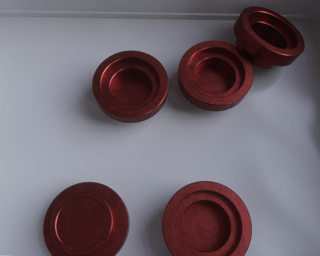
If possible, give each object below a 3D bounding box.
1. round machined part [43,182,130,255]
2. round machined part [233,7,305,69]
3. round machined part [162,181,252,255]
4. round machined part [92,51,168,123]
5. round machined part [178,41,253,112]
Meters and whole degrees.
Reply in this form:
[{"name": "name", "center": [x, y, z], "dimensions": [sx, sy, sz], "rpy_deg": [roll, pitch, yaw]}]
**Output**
[{"name": "round machined part", "center": [-0.086, 0.111, 0.359], "dimensions": [0.099, 0.042, 0.098], "rpy_deg": [0, 70, -1]}, {"name": "round machined part", "center": [0.147, -0.122, 0.435], "dimensions": [0.099, 0.042, 0.098], "rpy_deg": [11, 53, -15]}, {"name": "round machined part", "center": [0.052, 0.114, 0.360], "dimensions": [0.099, 0.042, 0.098], "rpy_deg": [0, 70, -1]}, {"name": "round machined part", "center": [-0.038, -0.052, 0.419], "dimensions": [0.099, 0.042, 0.098], "rpy_deg": [0, 70, -1]}, {"name": "round machined part", "center": [0.074, -0.067, 0.426], "dimensions": [0.099, 0.042, 0.098], "rpy_deg": [0, 70, 0]}]
